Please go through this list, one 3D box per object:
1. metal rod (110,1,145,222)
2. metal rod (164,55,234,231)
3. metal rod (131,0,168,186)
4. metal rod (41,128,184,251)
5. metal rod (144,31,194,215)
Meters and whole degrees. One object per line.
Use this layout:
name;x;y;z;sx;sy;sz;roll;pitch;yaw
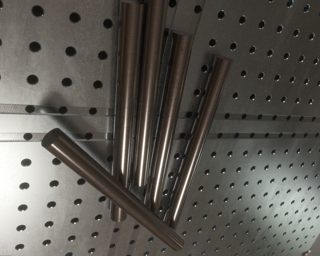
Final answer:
metal rod;-0.045;0.001;0.388;0.025;0.025;0.298;-7;122;-25
metal rod;0.049;0.040;0.464;0.025;0.025;0.298;0;119;-29
metal rod;-0.014;-0.054;0.371;0.025;0.025;0.298;-8;122;-25
metal rod;-0.042;0.101;0.418;0.025;0.025;0.300;-40;130;-2
metal rod;0.005;0.020;0.427;0.025;0.025;0.298;-5;121;-26
